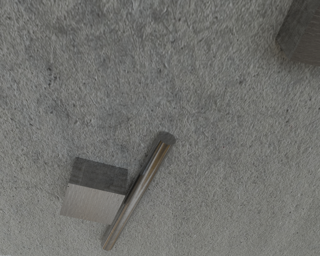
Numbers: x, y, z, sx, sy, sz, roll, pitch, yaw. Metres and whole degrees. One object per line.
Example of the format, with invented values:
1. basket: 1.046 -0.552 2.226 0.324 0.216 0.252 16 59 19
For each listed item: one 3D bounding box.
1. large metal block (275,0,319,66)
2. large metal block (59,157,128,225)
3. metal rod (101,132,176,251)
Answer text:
1. large metal block: 0.174 -0.106 0.302 0.081 0.050 0.079 9 130 -8
2. large metal block: -0.101 0.098 0.473 0.081 0.050 0.079 16 128 -13
3. metal rod: -0.046 0.119 0.508 0.025 0.025 0.298 17 128 -14
